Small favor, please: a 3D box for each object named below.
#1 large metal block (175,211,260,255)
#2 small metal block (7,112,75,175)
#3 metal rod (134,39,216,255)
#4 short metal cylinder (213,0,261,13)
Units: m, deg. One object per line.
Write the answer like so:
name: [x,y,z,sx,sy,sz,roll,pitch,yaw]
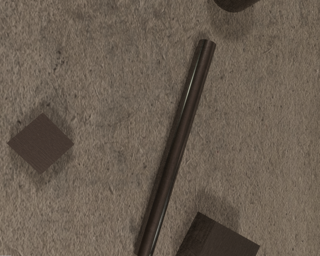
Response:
large metal block: [0.076,0.174,0.426,0.080,0.050,0.080,33,79,-18]
small metal block: [-0.137,0.017,0.359,0.050,0.025,0.050,-45,104,-15]
metal rod: [0.022,0.023,0.418,0.025,0.025,0.299,20,83,-19]
short metal cylinder: [0.115,-0.213,0.440,0.081,0.050,0.079,0,90,-21]
